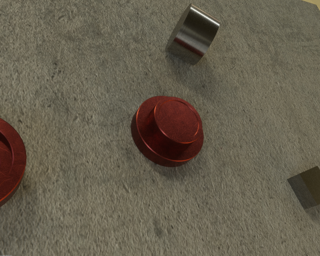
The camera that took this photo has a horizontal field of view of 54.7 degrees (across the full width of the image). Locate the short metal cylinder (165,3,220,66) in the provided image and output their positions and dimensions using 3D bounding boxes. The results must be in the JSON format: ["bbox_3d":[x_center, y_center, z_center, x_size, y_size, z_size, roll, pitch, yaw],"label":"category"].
[{"bbox_3d":[0.050,-0.146,0.486,0.050,0.080,0.080,27,52,-12],"label":"short metal cylinder"}]

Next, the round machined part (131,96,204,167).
[{"bbox_3d":[0.016,-0.002,0.404,0.099,0.042,0.098,14,56,-21],"label":"round machined part"}]

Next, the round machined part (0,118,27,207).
[{"bbox_3d":[-0.175,0.035,0.277,0.099,0.042,0.098,14,56,-21],"label":"round machined part"}]

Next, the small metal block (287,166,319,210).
[{"bbox_3d":[0.232,0.091,0.476,0.050,0.025,0.050,-12,68,-33],"label":"small metal block"}]
